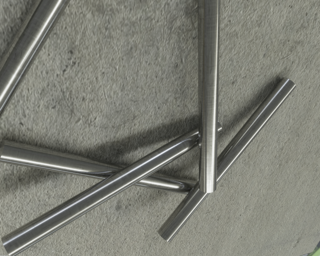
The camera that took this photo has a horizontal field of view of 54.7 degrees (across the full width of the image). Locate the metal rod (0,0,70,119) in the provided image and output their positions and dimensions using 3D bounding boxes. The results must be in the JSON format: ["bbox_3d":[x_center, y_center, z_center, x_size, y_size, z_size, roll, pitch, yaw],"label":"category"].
[{"bbox_3d":[-0.139,-0.058,0.294,0.025,0.025,0.299,27,103,-38],"label":"metal rod"}]

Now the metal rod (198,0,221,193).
[{"bbox_3d":[0.060,-0.050,0.382,0.025,0.025,0.298,-14,116,-21],"label":"metal rod"}]

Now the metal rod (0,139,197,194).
[{"bbox_3d":[-0.052,0.062,0.416,0.302,0.025,0.025,18,109,-35],"label":"metal rod"}]

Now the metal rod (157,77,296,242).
[{"bbox_3d":[0.101,0.047,0.468,0.300,0.025,0.025,-51,129,-1],"label":"metal rod"}]

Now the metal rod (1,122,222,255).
[{"bbox_3d":[-0.042,0.062,0.391,0.302,0.025,0.025,-28,129,-23],"label":"metal rod"}]
